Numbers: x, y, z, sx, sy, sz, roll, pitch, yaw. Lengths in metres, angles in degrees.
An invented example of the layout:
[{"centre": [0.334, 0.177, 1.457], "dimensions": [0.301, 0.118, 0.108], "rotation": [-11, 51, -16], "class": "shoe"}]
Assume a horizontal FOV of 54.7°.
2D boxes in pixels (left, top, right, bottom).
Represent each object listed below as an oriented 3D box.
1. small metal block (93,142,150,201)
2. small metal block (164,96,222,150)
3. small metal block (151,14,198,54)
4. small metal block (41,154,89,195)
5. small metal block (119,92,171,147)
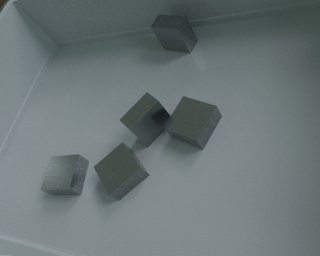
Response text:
[{"centre": [-0.050, 0.055, 0.398], "dimensions": [0.050, 0.025, 0.050], "rotation": [-41, 51, 0], "class": "small metal block"}, {"centre": [0.041, -0.007, 0.389], "dimensions": [0.050, 0.025, 0.050], "rotation": [22, 73, 36], "class": "small metal block"}, {"centre": [0.022, -0.141, 0.465], "dimensions": [0.050, 0.050, 0.025], "rotation": [19, 72, 35], "class": "small metal block"}, {"centre": [-0.132, 0.066, 0.435], "dimensions": [0.050, 0.025, 0.050], "rotation": [-7, 59, 24], "class": "small metal block"}, {"centre": [-0.016, -0.010, 0.404], "dimensions": [0.050, 0.050, 0.025], "rotation": [-46, 51, -4], "class": "small metal block"}]
